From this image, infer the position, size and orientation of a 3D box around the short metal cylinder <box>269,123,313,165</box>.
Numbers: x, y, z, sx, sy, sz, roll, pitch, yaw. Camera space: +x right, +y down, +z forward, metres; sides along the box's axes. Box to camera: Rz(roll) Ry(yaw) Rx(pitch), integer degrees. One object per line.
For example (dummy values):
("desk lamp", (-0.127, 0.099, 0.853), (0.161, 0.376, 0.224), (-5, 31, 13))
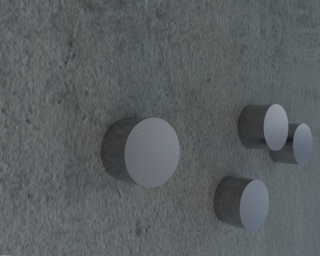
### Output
("short metal cylinder", (0.256, 0.031, 0.607), (0.081, 0.050, 0.079), (0, 90, -40))

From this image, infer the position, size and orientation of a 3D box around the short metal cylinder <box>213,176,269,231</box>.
("short metal cylinder", (0.133, 0.121, 0.503), (0.081, 0.050, 0.079), (0, 90, -40))

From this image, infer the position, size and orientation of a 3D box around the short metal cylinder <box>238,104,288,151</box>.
("short metal cylinder", (0.182, -0.001, 0.544), (0.081, 0.050, 0.079), (0, 90, -40))

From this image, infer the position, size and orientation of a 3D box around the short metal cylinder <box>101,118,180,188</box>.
("short metal cylinder", (-0.023, 0.028, 0.371), (0.081, 0.050, 0.079), (0, 90, -40))
